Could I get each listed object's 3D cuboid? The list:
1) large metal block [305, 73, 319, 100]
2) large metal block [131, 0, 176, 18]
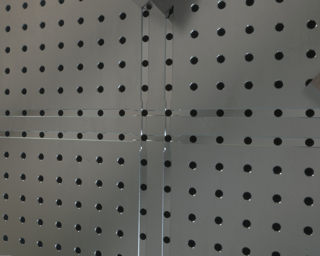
[{"bbox_3d":[0.216,-0.049,0.324,0.080,0.050,0.080,44,103,14],"label":"large metal block"},{"bbox_3d":[-0.007,-0.196,0.385,0.050,0.080,0.080,29,99,17],"label":"large metal block"}]
